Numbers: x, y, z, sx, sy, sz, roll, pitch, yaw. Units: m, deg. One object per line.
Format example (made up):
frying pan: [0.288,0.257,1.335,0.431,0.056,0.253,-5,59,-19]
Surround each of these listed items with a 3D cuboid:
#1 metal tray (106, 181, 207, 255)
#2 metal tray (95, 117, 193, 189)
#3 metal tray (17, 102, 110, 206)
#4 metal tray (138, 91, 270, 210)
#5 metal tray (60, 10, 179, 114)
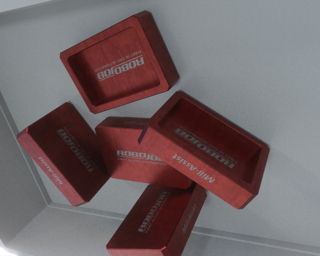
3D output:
metal tray: [0.000,0.121,0.410,0.090,0.131,0.030,-13,112,32]
metal tray: [-0.020,0.033,0.431,0.130,0.030,0.089,3,120,26]
metal tray: [-0.129,0.036,0.452,0.030,0.090,0.130,-27,104,36]
metal tray: [0.053,0.019,0.347,0.130,0.090,0.030,33,129,6]
metal tray: [-0.052,-0.075,0.383,0.130,0.030,0.090,-14,112,33]
